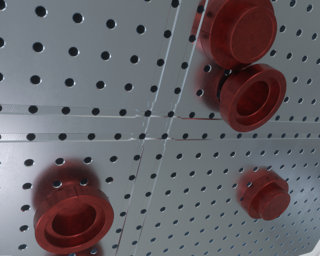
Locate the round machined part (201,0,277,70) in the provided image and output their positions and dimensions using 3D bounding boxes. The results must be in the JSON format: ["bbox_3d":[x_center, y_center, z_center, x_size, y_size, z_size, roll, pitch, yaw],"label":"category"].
[{"bbox_3d":[0.104,-0.118,0.383,0.099,0.042,0.097,-14,124,-21],"label":"round machined part"}]

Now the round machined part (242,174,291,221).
[{"bbox_3d":[0.212,0.140,0.601,0.099,0.042,0.097,-14,124,-21],"label":"round machined part"}]

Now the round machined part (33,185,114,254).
[{"bbox_3d":[-0.114,0.114,0.408,0.099,0.042,0.097,-14,124,-21],"label":"round machined part"}]

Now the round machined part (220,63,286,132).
[{"bbox_3d":[0.124,-0.046,0.435,0.099,0.042,0.097,-17,131,-21],"label":"round machined part"}]
